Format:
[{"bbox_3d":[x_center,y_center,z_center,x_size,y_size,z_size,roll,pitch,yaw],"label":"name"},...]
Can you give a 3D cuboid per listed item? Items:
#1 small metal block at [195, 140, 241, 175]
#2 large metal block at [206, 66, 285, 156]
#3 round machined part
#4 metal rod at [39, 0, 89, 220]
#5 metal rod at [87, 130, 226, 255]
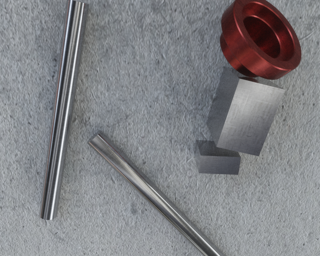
[{"bbox_3d":[0.075,0.038,0.412,0.050,0.050,0.025,3,110,-2],"label":"small metal block"},{"bbox_3d":[0.097,-0.023,0.373,0.050,0.080,0.079,13,110,-5],"label":"large metal block"},{"bbox_3d":[0.107,-0.096,0.348,0.098,0.098,0.042,35,144,-12],"label":"round machined part"},{"bbox_3d":[-0.129,-0.009,0.404,0.025,0.025,0.298,13,110,-5],"label":"metal rod"},{"bbox_3d":[0.010,0.118,0.453,0.025,0.025,0.300,-39,106,13],"label":"metal rod"}]
